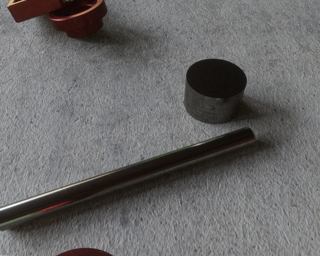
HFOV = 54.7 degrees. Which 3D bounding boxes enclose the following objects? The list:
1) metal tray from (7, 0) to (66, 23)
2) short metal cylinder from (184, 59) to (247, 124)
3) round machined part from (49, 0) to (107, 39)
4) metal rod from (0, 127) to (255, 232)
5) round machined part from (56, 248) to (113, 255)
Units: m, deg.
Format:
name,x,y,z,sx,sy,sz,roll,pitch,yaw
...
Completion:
name,x,y,z,sx,sy,sz,roll,pitch,yaw
metal tray,-0.220,-0.243,0.572,0.090,0.030,0.130,-18,40,1
short metal cylinder,0.075,-0.052,0.432,0.081,0.050,0.080,0,50,0
round machined part,-0.139,-0.192,0.542,0.098,0.042,0.098,-9,42,8
metal rod,-0.026,0.053,0.358,0.302,0.025,0.025,-17,52,-14
round machined part,-0.066,0.157,0.259,0.099,0.042,0.098,0,50,0
